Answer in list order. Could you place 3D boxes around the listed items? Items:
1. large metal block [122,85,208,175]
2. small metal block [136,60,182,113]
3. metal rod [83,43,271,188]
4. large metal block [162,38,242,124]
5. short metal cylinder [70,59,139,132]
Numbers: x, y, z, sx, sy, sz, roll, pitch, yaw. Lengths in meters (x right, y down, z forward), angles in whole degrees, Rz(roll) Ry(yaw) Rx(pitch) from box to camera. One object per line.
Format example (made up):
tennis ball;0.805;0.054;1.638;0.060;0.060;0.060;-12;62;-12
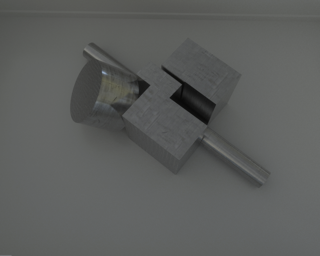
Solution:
large metal block;0.005;0.005;0.378;0.080;0.080;0.050;37;74;12
small metal block;-0.001;-0.049;0.388;0.050;0.050;0.025;39;75;12
metal rod;0.014;-0.024;0.418;0.300;0.025;0.025;37;74;12
large metal block;0.049;-0.055;0.401;0.080;0.080;0.050;38;74;12
short metal cylinder;-0.070;-0.039;0.386;0.050;0.080;0.080;17;65;-37
